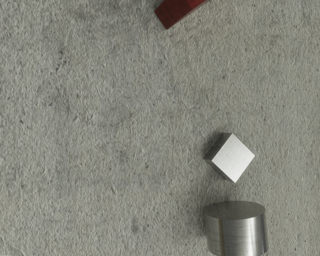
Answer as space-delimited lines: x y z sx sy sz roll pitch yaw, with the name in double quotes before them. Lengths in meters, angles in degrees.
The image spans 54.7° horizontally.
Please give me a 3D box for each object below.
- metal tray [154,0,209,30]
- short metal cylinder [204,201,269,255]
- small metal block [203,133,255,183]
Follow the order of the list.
"metal tray" 0.063 -0.183 0.397 0.131 0.090 0.030 -39 103 -16
"short metal cylinder" 0.102 0.134 0.418 0.081 0.080 0.050 -6 93 -20
"small metal block" 0.099 0.042 0.446 0.050 0.025 0.050 43 76 -15
